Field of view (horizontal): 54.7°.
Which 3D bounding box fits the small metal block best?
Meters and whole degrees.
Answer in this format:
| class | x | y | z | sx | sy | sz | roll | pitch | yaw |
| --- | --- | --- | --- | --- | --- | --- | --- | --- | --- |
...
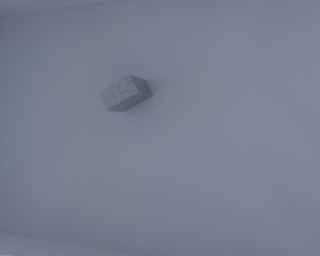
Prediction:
| class | x | y | z | sx | sy | sz | roll | pitch | yaw |
| --- | --- | --- | --- | --- | --- | --- | --- | --- | --- |
| small metal block | -0.044 | -0.044 | 0.412 | 0.050 | 0.050 | 0.025 | -27 | 81 | 17 |
